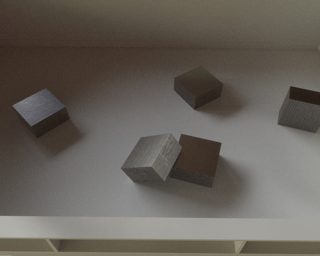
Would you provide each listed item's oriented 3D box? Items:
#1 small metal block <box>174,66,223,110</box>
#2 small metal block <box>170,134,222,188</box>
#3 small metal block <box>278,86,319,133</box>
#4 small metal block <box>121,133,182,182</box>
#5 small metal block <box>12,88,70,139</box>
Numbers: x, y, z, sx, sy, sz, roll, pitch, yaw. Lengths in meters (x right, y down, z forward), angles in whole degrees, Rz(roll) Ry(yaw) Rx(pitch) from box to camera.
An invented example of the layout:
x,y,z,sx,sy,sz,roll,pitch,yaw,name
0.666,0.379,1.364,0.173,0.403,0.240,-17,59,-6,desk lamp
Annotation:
x,y,z,sx,sy,sz,roll,pitch,yaw,name
0.056,-0.060,0.457,0.050,0.025,0.050,-27,55,-21,small metal block
0.043,0.039,0.373,0.050,0.025,0.050,13,51,10,small metal block
0.190,-0.024,0.411,0.050,0.050,0.025,14,52,11,small metal block
-0.010,0.035,0.359,0.050,0.025,0.050,-10,38,42,small metal block
-0.161,-0.021,0.421,0.050,0.025,0.050,-36,59,-27,small metal block
